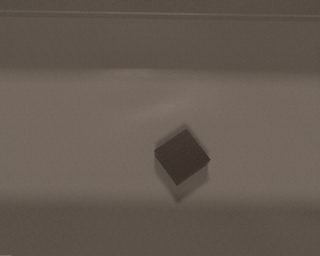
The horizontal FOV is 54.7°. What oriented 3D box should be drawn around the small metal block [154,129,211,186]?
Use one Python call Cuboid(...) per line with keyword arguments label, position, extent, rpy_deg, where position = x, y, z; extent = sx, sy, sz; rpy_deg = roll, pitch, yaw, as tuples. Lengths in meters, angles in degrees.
Cuboid(label="small metal block", position=(0.028, 0.038, 0.396), extent=(0.050, 0.025, 0.050), rpy_deg=(-33, 74, -12))
